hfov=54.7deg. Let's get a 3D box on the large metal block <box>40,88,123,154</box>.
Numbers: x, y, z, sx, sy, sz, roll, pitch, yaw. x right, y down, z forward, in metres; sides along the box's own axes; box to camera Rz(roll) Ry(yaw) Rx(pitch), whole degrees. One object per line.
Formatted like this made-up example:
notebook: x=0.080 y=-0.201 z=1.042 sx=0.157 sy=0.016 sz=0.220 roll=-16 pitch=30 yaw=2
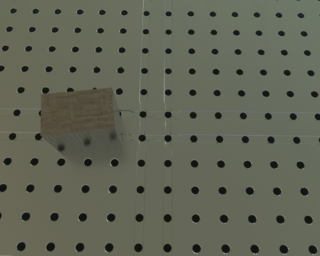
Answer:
large metal block: x=-0.093 y=-0.006 z=0.384 sx=0.081 sy=0.080 sz=0.050 roll=-6 pitch=70 yaw=-3
